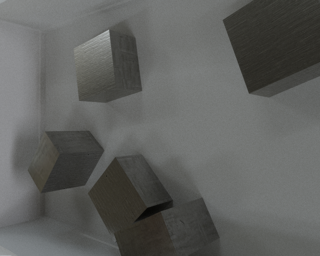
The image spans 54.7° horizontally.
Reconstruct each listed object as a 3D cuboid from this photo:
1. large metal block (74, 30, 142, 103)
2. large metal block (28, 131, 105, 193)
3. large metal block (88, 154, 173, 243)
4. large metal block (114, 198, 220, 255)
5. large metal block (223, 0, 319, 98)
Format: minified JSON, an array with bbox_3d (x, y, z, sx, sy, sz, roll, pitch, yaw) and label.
[{"bbox_3d":[-0.077,-0.085,0.452,0.080,0.050,0.080,-12,82,39],"label":"large metal block"},{"bbox_3d":[-0.149,0.051,0.491,0.050,0.081,0.080,46,118,30],"label":"large metal block"},{"bbox_3d":[-0.043,0.094,0.424,0.080,0.050,0.080,-51,60,27],"label":"large metal block"},{"bbox_3d":[0.008,0.126,0.363,0.080,0.081,0.050,-35,69,34],"label":"large metal block"},{"bbox_3d":[0.118,-0.083,0.293,0.080,0.050,0.080,-25,74,37],"label":"large metal block"}]
